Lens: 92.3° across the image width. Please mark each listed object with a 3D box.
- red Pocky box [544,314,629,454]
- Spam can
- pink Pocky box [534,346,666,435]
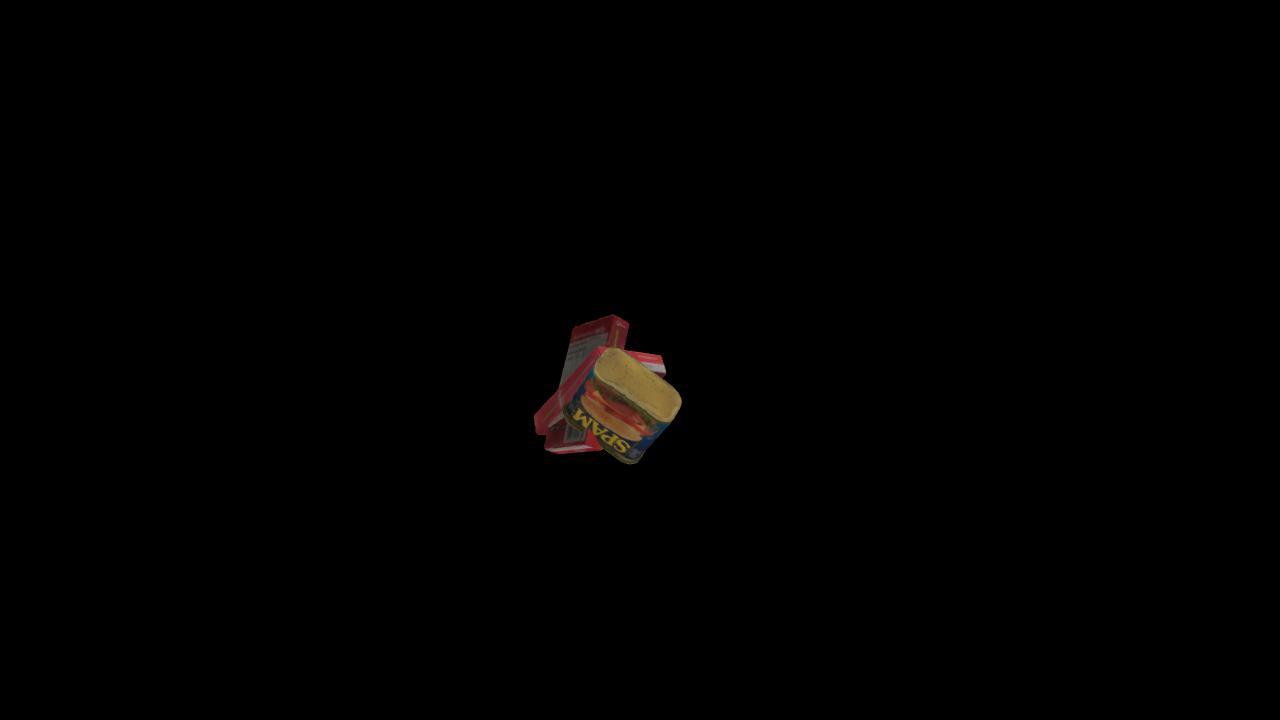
[{"bbox_3d":[-0.060,0.029,0.697,0.028,0.155,0.083,26,-25,-34],"label":"red Pocky box"},{"bbox_3d":[-0.018,0.047,0.640,0.085,0.101,0.058,-53,2,43],"label":"Spam can"},{"bbox_3d":[-0.048,0.040,0.687,0.084,0.029,0.155,8,-37,-35],"label":"pink Pocky box"}]
